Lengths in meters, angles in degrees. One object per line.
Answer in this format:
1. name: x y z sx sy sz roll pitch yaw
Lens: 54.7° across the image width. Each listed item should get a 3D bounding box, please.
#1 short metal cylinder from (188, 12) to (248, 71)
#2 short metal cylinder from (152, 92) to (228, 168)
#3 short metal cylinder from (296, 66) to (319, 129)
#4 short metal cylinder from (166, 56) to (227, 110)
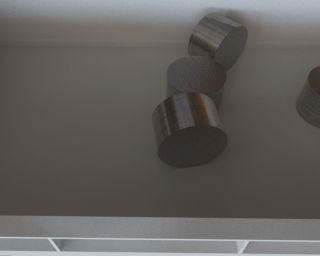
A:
1. short metal cylinder: 0.089 -0.130 0.479 0.080 0.080 0.050 -35 59 -26
2. short metal cylinder: 0.034 0.004 0.366 0.081 0.080 0.050 -7 51 -6
3. short metal cylinder: 0.237 -0.042 0.426 0.080 0.050 0.080 0 50 0
4. short metal cylinder: 0.049 -0.057 0.437 0.080 0.050 0.080 0 50 0
